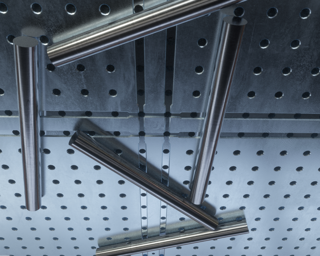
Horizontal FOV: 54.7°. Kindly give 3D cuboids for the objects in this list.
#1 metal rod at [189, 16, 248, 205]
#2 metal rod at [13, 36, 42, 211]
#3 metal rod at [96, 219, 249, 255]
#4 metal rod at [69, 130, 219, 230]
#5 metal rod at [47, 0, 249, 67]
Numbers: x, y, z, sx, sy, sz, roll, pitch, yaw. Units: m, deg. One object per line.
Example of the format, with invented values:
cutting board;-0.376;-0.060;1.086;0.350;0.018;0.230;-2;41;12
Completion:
metal rod;0.069;0.003;0.415;0.025;0.025;0.298;2;130;-2
metal rod;-0.177;0.018;0.424;0.025;0.025;0.298;10;130;-9
metal rod;0.018;0.218;0.597;0.301;0.025;0.025;-15;129;12
metal rod;-0.010;0.093;0.490;0.025;0.025;0.301;-37;121;27
metal rod;0.025;-0.119;0.310;0.301;0.025;0.025;-16;129;12
